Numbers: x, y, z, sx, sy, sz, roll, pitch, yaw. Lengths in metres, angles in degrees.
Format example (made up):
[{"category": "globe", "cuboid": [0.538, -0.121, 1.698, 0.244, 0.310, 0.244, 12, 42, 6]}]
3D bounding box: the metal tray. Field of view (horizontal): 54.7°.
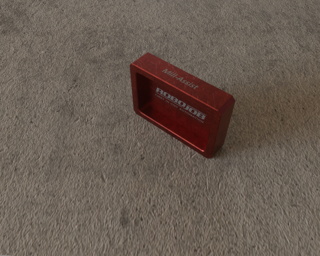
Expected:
[{"category": "metal tray", "cuboid": [0.023, -0.028, 0.386, 0.130, 0.089, 0.030, 32, 57, 24]}]
